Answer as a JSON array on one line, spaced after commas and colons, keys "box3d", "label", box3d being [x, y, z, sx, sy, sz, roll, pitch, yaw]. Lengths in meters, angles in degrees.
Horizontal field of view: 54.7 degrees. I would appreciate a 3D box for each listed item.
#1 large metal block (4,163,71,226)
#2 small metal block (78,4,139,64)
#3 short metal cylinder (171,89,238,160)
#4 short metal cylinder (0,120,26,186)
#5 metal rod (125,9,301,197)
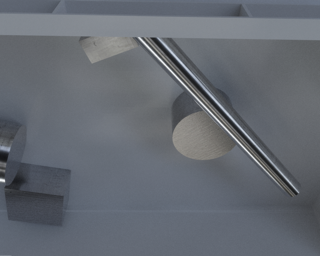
[{"box3d": [-0.186, 0.103, 0.478, 0.081, 0.050, 0.079, 10, 129, -9], "label": "large metal block"}, {"box3d": [-0.048, -0.095, 0.311, 0.050, 0.050, 0.025, -17, 128, 13], "label": "small metal block"}, {"box3d": [0.055, -0.005, 0.389, 0.081, 0.050, 0.079, -1, 130, 0], "label": "short metal cylinder"}, {"box3d": [-0.209, 0.029, 0.395, 0.050, 0.080, 0.079, 13, 129, -11], "label": "short metal cylinder"}, {"box3d": [0.077, -0.006, 0.339, 0.025, 0.025, 0.300, -34, 123, 25], "label": "metal rod"}]
